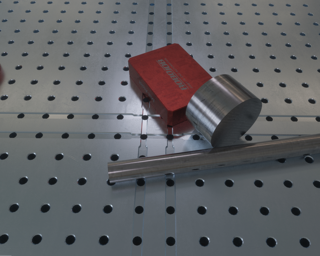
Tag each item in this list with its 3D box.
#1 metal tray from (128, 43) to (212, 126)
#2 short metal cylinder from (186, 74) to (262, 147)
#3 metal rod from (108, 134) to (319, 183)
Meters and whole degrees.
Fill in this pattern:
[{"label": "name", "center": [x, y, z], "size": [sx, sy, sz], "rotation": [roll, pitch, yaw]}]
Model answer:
[{"label": "metal tray", "center": [0.020, -0.070, 0.463], "size": [0.091, 0.030, 0.130], "rotation": [-23, 54, -19]}, {"label": "short metal cylinder", "center": [0.080, -0.020, 0.390], "size": [0.081, 0.080, 0.050], "rotation": [-27, 55, -21]}, {"label": "metal rod", "center": [0.089, 0.034, 0.379], "size": [0.302, 0.025, 0.025], "rotation": [-7, 51, -6]}]
